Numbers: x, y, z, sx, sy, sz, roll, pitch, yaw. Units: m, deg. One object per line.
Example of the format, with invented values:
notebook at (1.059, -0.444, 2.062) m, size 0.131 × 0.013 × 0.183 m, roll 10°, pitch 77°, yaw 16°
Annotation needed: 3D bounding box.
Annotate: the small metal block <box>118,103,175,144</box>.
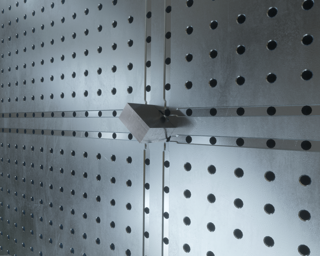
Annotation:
small metal block at (-0.017, -0.007, 0.405) m, size 0.050 × 0.050 × 0.025 m, roll 47°, pitch 118°, yaw 29°
